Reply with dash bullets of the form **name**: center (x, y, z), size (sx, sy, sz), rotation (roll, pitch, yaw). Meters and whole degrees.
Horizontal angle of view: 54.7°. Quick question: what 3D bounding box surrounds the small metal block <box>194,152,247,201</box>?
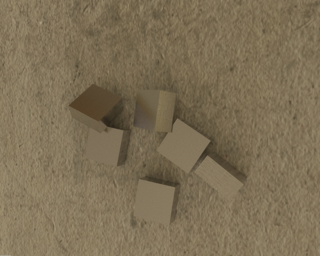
- **small metal block**: center (0.074, 0.056, 0.369), size (0.050, 0.050, 0.025), rotation (39, 102, 15)

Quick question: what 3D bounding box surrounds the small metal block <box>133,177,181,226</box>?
- **small metal block**: center (-0.004, 0.095, 0.410), size (0.050, 0.025, 0.050), rotation (9, 93, 19)

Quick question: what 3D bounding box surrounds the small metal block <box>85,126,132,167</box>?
- **small metal block**: center (-0.072, 0.022, 0.433), size (0.050, 0.025, 0.050), rotation (12, 94, 19)

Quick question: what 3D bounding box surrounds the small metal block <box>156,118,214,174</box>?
- **small metal block**: center (0.033, 0.022, 0.397), size (0.050, 0.025, 0.050), rotation (35, 101, 16)

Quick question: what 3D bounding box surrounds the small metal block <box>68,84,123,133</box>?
- **small metal block**: center (-0.086, -0.028, 0.424), size (0.050, 0.025, 0.050), rotation (27, 55, 17)

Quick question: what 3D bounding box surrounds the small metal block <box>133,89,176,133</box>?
- **small metal block**: center (-0.008, -0.023, 0.398), size (0.050, 0.025, 0.050), rotation (11, 94, 53)
